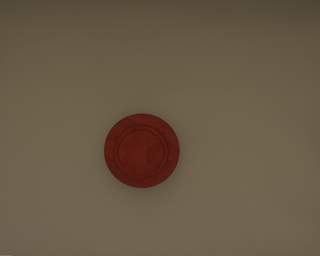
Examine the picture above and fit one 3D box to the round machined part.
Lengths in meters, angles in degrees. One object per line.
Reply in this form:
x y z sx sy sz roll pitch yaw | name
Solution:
-0.024 0.030 0.403 0.099 0.042 0.097 0 90 -1 | round machined part
